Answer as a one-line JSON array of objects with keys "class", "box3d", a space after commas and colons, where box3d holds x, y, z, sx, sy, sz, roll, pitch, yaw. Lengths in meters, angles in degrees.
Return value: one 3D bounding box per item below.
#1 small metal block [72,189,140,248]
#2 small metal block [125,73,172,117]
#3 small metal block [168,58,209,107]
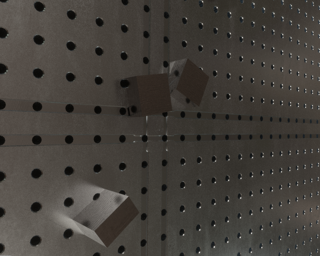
[{"class": "small metal block", "box3d": [-0.060, 0.098, 0.344, 0.050, 0.050, 0.025, -43, 116, -32]}, {"class": "small metal block", "box3d": [-0.014, -0.043, 0.399, 0.050, 0.025, 0.050, -14, 99, -39]}, {"class": "small metal block", "box3d": [0.039, -0.064, 0.444, 0.050, 0.025, 0.050, 32, 70, -36]}]
